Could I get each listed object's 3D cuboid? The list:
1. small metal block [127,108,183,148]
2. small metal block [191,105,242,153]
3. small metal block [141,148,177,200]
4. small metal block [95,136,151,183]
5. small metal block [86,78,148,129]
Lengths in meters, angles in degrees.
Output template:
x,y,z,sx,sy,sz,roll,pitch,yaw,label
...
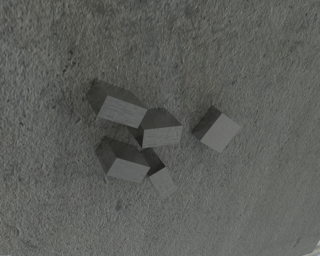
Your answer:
x,y,z,sx,sy,sz,roll,pitch,yaw,label
-0.007,-0.002,0.386,0.050,0.050,0.025,-6,121,-25,small metal block
0.083,0.003,0.453,0.050,0.025,0.050,30,102,-38,small metal block
-0.006,0.061,0.425,0.025,0.050,0.050,-31,129,-9,small metal block
-0.047,0.040,0.389,0.050,0.050,0.025,22,107,-36,small metal block
-0.049,-0.028,0.346,0.050,0.050,0.025,18,109,-35,small metal block
